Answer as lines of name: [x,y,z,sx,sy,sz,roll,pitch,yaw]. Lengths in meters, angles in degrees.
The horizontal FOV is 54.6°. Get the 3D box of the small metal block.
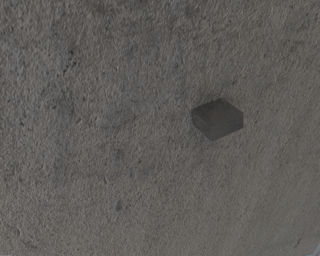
small metal block: [0.078,-0.013,0.424,0.050,0.050,0.025,-22,127,-15]
